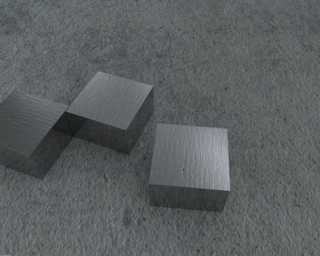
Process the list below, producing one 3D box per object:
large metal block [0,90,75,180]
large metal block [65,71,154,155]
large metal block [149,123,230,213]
[{"bbox_3d":[-0.162,0.006,0.380,0.080,0.050,0.080,17,52,13],"label":"large metal block"},{"bbox_3d":[-0.061,-0.021,0.404,0.080,0.050,0.080,17,52,14],"label":"large metal block"},{"bbox_3d":[0.033,0.044,0.350,0.080,0.050,0.080,5,50,4],"label":"large metal block"}]
